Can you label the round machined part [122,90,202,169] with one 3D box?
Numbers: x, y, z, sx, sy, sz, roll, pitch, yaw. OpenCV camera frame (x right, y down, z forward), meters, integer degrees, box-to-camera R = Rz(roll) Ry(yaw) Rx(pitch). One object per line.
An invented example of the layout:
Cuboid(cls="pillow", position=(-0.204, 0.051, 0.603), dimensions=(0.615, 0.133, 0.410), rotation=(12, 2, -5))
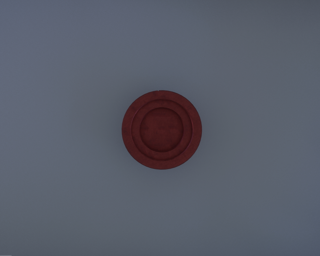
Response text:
Cuboid(cls="round machined part", position=(0.002, 0.002, 0.399), dimensions=(0.099, 0.042, 0.097), rotation=(0, 90, -1))
